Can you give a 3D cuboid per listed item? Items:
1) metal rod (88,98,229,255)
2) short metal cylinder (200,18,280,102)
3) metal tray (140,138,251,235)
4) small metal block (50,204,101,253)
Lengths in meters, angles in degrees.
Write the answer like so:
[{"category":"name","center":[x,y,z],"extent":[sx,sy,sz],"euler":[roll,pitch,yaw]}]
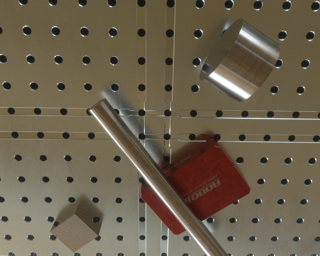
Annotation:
[{"category":"metal rod","center":[0.010,0.087,0.412],"extent":[0.025,0.025,0.299],"euler":[-33,107,11]},{"category":"short metal cylinder","center":[0.090,-0.077,0.357],"extent":[0.050,0.080,0.080],"euler":[30,107,-11]},{"category":"metal tray","center":[0.049,0.085,0.443],"extent":[0.130,0.030,0.090],"euler":[-34,107,11]},{"category":"small metal block","center":[-0.126,0.152,0.468],"extent":[0.050,0.025,0.050],"euler":[-37,107,12]}]
